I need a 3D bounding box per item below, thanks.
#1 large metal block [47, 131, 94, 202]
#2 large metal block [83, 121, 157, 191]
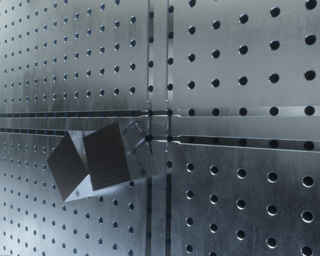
[{"bbox_3d":[-0.131,0.061,0.503,0.080,0.050,0.080,-46,62,30],"label":"large metal block"},{"bbox_3d":[-0.059,0.040,0.443,0.080,0.050,0.080,-22,76,38],"label":"large metal block"}]
